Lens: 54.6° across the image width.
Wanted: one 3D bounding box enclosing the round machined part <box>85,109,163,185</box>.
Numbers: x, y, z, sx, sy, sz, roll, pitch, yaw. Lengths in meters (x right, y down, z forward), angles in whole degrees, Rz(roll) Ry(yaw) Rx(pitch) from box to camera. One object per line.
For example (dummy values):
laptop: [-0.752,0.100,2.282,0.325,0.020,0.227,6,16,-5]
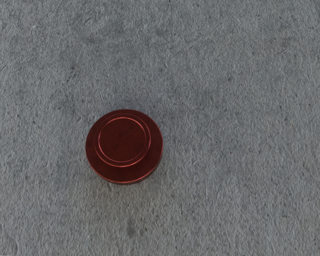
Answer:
round machined part: [-0.045,0.020,0.392,0.099,0.042,0.098,0,70,0]
